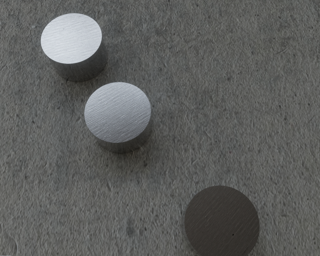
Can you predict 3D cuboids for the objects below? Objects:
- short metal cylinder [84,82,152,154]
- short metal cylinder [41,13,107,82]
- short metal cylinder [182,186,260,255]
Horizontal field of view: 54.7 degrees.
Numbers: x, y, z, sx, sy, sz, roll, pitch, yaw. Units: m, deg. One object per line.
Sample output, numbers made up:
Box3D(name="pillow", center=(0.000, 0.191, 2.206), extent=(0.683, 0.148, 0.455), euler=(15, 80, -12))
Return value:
Box3D(name="short metal cylinder", center=(-0.051, -0.012, 0.399), extent=(0.081, 0.050, 0.080), euler=(0, 70, 0))
Box3D(name="short metal cylinder", center=(-0.118, -0.112, 0.435), extent=(0.081, 0.050, 0.080), euler=(0, 70, 0))
Box3D(name="short metal cylinder", center=(0.066, 0.110, 0.355), extent=(0.081, 0.050, 0.080), euler=(0, 70, 0))
